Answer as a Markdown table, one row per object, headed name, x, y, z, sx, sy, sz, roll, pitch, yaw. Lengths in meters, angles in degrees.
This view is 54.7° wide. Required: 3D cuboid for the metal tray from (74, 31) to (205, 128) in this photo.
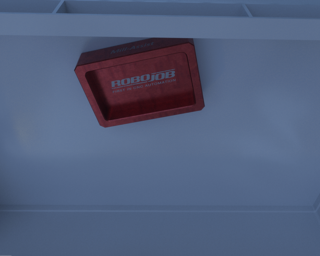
| name | x | y | z | sx | sy | sz | roll | pitch | yaw |
| --- | --- | --- | --- | --- | --- | --- | --- | --- | --- |
| metal tray | -0.020 | -0.053 | 0.360 | 0.131 | 0.030 | 0.090 | -10 | 130 | 8 |
